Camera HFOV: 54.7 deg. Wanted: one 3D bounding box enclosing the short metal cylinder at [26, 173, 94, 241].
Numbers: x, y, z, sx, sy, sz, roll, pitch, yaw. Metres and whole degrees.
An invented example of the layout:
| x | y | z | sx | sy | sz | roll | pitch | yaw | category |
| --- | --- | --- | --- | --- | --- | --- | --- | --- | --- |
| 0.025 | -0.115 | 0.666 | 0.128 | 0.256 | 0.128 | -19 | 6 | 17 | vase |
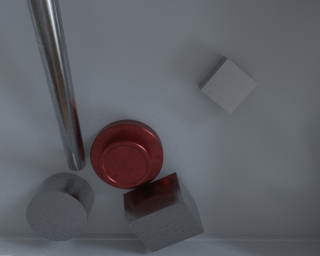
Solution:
| x | y | z | sx | sy | sz | roll | pitch | yaw | category |
| --- | --- | --- | --- | --- | --- | --- | --- | --- | --- |
| -0.138 | 0.110 | 0.437 | 0.081 | 0.050 | 0.079 | 0 | 110 | -1 | short metal cylinder |

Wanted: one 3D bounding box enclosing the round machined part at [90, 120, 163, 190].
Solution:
| x | y | z | sx | sy | sz | roll | pitch | yaw | category |
| --- | --- | --- | --- | --- | --- | --- | --- | --- | --- |
| -0.045 | 0.041 | 0.417 | 0.099 | 0.042 | 0.097 | 0 | 110 | -1 | round machined part |

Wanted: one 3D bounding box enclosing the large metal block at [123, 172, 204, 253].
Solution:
| x | y | z | sx | sy | sz | roll | pitch | yaw | category |
| --- | --- | --- | --- | --- | --- | --- | --- | --- | --- |
| 0.005 | 0.118 | 0.430 | 0.080 | 0.050 | 0.080 | -24 | 127 | 8 | large metal block |

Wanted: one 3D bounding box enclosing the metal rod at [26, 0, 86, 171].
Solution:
| x | y | z | sx | sy | sz | roll | pitch | yaw | category |
| --- | --- | --- | --- | --- | --- | --- | --- | --- | --- |
| -0.104 | -0.050 | 0.320 | 0.025 | 0.025 | 0.298 | 4 | 138 | -2 | metal rod |

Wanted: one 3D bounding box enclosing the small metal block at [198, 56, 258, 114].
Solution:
| x | y | z | sx | sy | sz | roll | pitch | yaw | category |
| --- | --- | --- | --- | --- | --- | --- | --- | --- | --- |
| 0.085 | -0.054 | 0.393 | 0.050 | 0.025 | 0.050 | 37 | 106 | -13 | small metal block |
